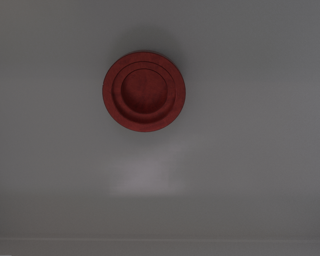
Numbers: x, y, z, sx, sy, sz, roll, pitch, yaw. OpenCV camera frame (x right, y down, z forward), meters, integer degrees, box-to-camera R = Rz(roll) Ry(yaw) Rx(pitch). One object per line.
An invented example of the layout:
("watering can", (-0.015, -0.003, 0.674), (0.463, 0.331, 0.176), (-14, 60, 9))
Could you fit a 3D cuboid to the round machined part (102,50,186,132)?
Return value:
("round machined part", (-0.019, -0.047, 0.385), (0.099, 0.042, 0.097), (0, 110, 0))
